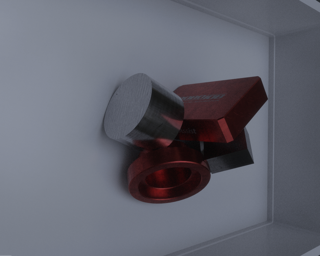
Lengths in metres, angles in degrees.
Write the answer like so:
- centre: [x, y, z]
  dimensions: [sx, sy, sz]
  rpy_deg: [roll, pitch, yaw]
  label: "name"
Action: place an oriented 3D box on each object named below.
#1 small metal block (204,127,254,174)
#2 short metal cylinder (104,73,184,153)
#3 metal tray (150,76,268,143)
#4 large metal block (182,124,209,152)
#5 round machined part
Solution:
- centre: [0.080, 0.022, 0.369]
  dimensions: [0.025, 0.050, 0.050]
  rpy_deg: [58, 25, -33]
  label: "small metal block"
- centre: [-0.019, -0.015, 0.354]
  dimensions: [0.050, 0.080, 0.080]
  rpy_deg: [29, 72, -37]
  label: "short metal cylinder"
- centre: [0.052, -0.023, 0.381]
  dimensions: [0.090, 0.130, 0.030]
  rpy_deg: [-43, 117, -32]
  label: "metal tray"
- centre: [0.065, 0.012, 0.435]
  dimensions: [0.081, 0.050, 0.079]
  rpy_deg: [-18, 107, -39]
  label: "large metal block"
- centre: [0.009, 0.051, 0.379]
  dimensions: [0.098, 0.098, 0.042]
  rpy_deg: [26, 38, -38]
  label: "round machined part"
